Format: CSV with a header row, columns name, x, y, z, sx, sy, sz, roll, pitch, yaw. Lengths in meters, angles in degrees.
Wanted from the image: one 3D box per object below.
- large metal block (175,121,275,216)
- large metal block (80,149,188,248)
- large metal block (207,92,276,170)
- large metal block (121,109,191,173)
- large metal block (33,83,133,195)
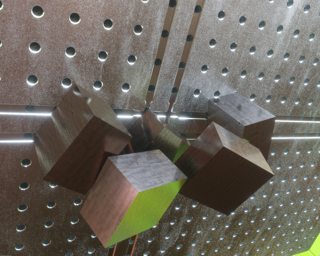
name,x,y,z,sx,sy,sz,roll,pitch,yaw
large metal block,0.074,0.051,0.379,0.080,0.050,0.080,29,116,-23
large metal block,-0.028,0.074,0.341,0.081,0.050,0.079,-3,130,-51
large metal block,0.111,0.006,0.442,0.050,0.080,0.079,-15,125,-20
large metal block,-0.007,0.035,0.414,0.080,0.050,0.080,-49,129,6
large metal block,-0.087,0.010,0.335,0.050,0.080,0.080,34,99,-39
